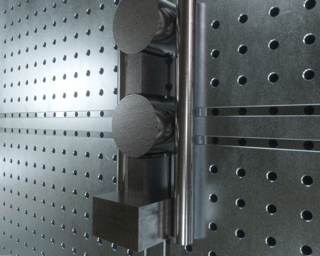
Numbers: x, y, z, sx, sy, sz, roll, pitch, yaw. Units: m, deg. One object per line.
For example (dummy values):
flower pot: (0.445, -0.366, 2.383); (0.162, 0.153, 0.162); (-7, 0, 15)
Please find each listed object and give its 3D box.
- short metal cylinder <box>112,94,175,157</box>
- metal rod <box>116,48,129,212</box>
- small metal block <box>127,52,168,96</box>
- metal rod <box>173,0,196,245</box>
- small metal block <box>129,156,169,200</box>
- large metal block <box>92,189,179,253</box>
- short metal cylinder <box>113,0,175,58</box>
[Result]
short metal cylinder: (-0.018, -0.003, 0.407); (0.080, 0.050, 0.080); (0, 90, 40)
metal rod: (-0.050, -0.009, 0.450); (0.025, 0.025, 0.298); (1, 91, 40)
small metal block: (-0.016, -0.068, 0.405); (0.025, 0.050, 0.050); (1, 91, 40)
metal rod: (0.031, -0.009, 0.383); (0.025, 0.025, 0.298); (1, 91, 40)
small metal block: (-0.014, 0.062, 0.404); (0.025, 0.050, 0.050); (0, 90, 40)
large metal block: (-0.029, 0.112, 0.397); (0.080, 0.081, 0.050); (1, 91, 40)
short metal cylinder: (-0.016, -0.133, 0.406); (0.080, 0.050, 0.080); (0, 90, 40)
